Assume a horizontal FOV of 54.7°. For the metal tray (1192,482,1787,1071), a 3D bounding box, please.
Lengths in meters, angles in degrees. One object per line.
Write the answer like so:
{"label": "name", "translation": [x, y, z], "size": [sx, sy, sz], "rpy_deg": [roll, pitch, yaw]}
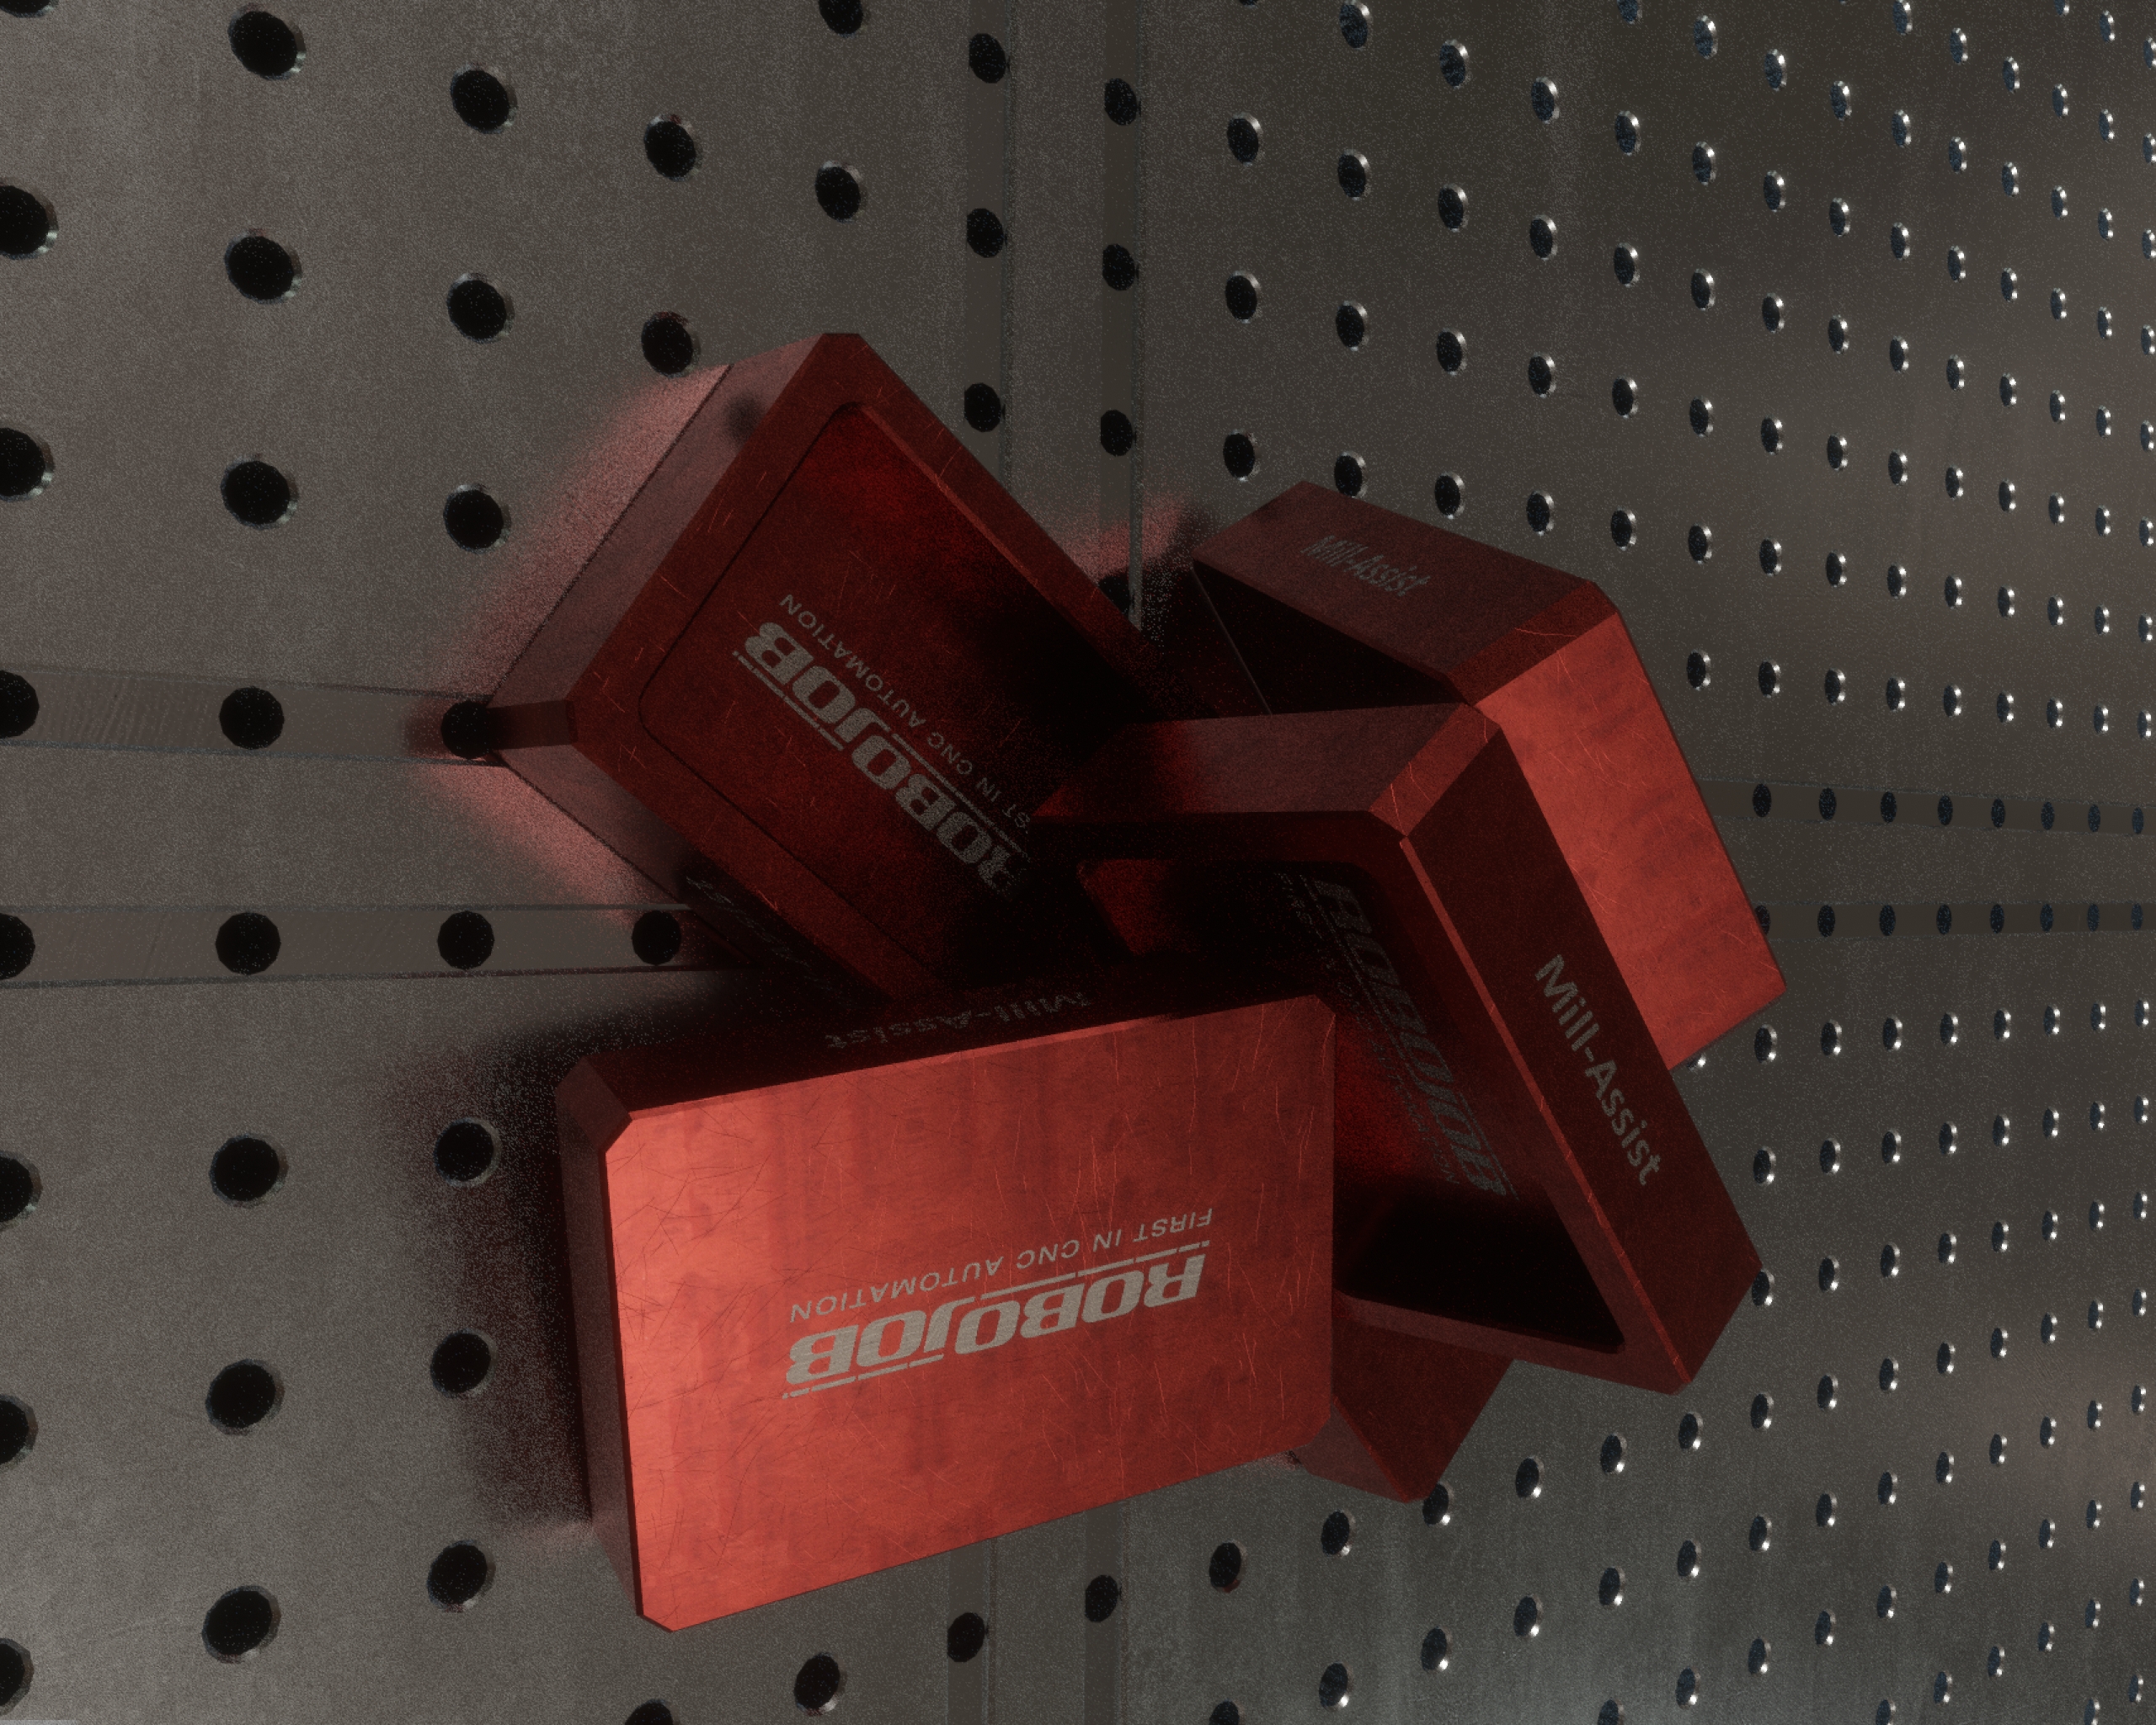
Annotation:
{"label": "metal tray", "translation": [0.075, -0.021, 0.406], "size": [0.030, 0.130, 0.090], "rpy_deg": [-33, 114, -5]}

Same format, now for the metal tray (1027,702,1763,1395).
{"label": "metal tray", "translation": [0.057, 0.034, 0.377], "size": [0.030, 0.090, 0.130], "rpy_deg": [-46, 118, -30]}

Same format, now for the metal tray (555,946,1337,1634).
{"label": "metal tray", "translation": [-0.018, 0.070, 0.361], "size": [0.131, 0.030, 0.089], "rpy_deg": [-8, 106, -25]}

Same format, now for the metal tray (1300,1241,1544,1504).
{"label": "metal tray", "translation": [0.079, 0.065, 0.473], "size": [0.130, 0.030, 0.090], "rpy_deg": [-49, 119, -29]}

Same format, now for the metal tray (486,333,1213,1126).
{"label": "metal tray", "translation": [-0.030, -0.020, 0.382], "size": [0.130, 0.030, 0.090], "rpy_deg": [43, 64, -32]}
